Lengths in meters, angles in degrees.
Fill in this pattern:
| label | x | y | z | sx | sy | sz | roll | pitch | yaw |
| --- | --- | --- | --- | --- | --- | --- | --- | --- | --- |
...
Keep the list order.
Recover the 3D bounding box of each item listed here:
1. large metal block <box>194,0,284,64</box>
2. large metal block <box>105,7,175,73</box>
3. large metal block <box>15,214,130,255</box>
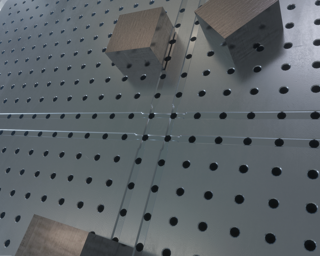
| label | x | y | z | sx | sy | sz | roll | pitch | yaw |
| --- | --- | --- | --- | --- | --- | --- | --- | --- | --- |
| large metal block | 0.108 | -0.149 | 0.428 | 0.080 | 0.050 | 0.080 | -35 | 51 | 5 |
| large metal block | -0.030 | -0.139 | 0.494 | 0.080 | 0.050 | 0.080 | 1 | 62 | 28 |
| large metal block | -0.093 | 0.137 | 0.339 | 0.080 | 0.080 | 0.050 | 5 | 64 | 30 |
